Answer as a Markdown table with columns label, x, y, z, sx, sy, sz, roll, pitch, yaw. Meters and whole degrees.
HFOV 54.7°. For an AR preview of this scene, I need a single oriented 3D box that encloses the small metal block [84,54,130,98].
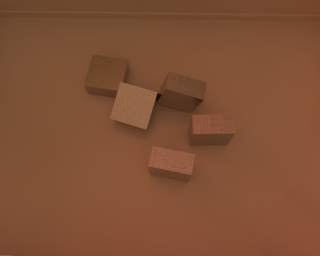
| label | x | y | z | sx | sy | sz | roll | pitch | yaw |
| --- | --- | --- | --- | --- | --- | --- | --- | --- | --- |
| small metal block | -0.073 | -0.072 | 0.435 | 0.050 | 0.025 | 0.050 | 9 | 70 | 3 |

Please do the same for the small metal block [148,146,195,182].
| label | x | y | z | sx | sy | sz | roll | pitch | yaw |
| --- | --- | --- | --- | --- | --- | --- | --- | --- | --- |
| small metal block | 0.014 | 0.045 | 0.380 | 0.050 | 0.050 | 0.025 | 11 | 71 | 4 |

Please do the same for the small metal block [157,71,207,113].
| label | x | y | z | sx | sy | sz | roll | pitch | yaw |
| --- | --- | --- | --- | --- | --- | --- | --- | --- | --- |
| small metal block | 0.027 | -0.046 | 0.408 | 0.050 | 0.050 | 0.025 | 15 | 70 | -9 |

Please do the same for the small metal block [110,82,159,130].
| label | x | y | z | sx | sy | sz | roll | pitch | yaw |
| --- | --- | --- | --- | --- | --- | --- | --- | --- | --- |
| small metal block | -0.033 | -0.029 | 0.411 | 0.050 | 0.025 | 0.050 | 17 | 92 | 5 |

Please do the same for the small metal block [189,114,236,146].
| label | x | y | z | sx | sy | sz | roll | pitch | yaw |
| --- | --- | --- | --- | --- | --- | --- | --- | --- | --- |
| small metal block | 0.064 | 0.003 | 0.395 | 0.050 | 0.050 | 0.025 | -1 | 70 | 0 |
